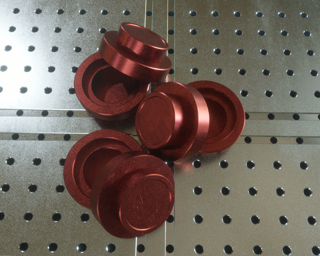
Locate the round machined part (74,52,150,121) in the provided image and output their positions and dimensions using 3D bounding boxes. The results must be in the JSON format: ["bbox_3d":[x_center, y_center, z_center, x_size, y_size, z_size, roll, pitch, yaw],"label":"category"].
[{"bbox_3d":[-0.062,-0.055,0.421,0.099,0.042,0.098,0,70,0],"label":"round machined part"}]

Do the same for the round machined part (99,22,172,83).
[{"bbox_3d":[-0.027,-0.105,0.412,0.098,0.042,0.098,22,30,-13],"label":"round machined part"}]

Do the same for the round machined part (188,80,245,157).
[{"bbox_3d":[0.057,-0.010,0.406,0.099,0.042,0.098,0,70,0],"label":"round machined part"}]

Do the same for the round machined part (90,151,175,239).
[{"bbox_3d":[-0.023,0.077,0.344,0.099,0.042,0.097,-9,106,-32],"label":"round machined part"}]

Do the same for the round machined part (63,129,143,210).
[{"bbox_3d":[-0.064,0.054,0.382,0.099,0.042,0.098,0,70,0],"label":"round machined part"}]

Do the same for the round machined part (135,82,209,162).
[{"bbox_3d":[0.007,-0.008,0.373,0.042,0.098,0.098,5,63,-44],"label":"round machined part"}]
